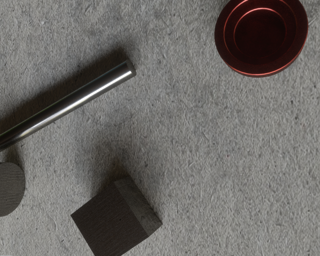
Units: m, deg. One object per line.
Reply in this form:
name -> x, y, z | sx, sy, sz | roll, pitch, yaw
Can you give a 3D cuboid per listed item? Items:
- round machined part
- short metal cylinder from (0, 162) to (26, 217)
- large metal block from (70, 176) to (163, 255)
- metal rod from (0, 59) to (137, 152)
round machined part -> 0.116, -0.107, 0.359 | 0.098, 0.042, 0.097 | 0, 90, 20
short metal cylinder -> -0.254, 0.091, 0.469 | 0.050, 0.080, 0.080 | 1, 90, 20
large metal block -> -0.058, 0.123, 0.416 | 0.080, 0.050, 0.080 | -39, 78, 16
metal rod -> -0.167, -0.019, 0.467 | 0.300, 0.025, 0.025 | -26, 82, 18
